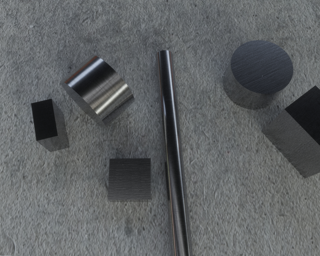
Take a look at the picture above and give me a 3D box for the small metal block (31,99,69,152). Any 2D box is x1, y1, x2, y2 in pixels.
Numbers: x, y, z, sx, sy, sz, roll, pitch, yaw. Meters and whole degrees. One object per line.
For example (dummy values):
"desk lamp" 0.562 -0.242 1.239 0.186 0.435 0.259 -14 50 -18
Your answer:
"small metal block" -0.139 -0.002 0.394 0.025 0.050 0.050 -14 71 -5

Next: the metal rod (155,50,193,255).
"metal rod" 0.017 0.035 0.395 0.025 0.025 0.299 -4 70 -2

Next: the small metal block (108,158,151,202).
"small metal block" -0.037 0.065 0.384 0.050 0.025 0.050 0 70 -1

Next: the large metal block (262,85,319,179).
"large metal block" 0.183 0.008 0.378 0.050 0.080 0.080 -35 74 -12

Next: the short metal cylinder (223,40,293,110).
"short metal cylinder" 0.131 -0.072 0.423 0.081 0.050 0.080 0 70 0

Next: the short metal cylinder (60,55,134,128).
"short metal cylinder" -0.079 -0.045 0.395 0.080 0.080 0.050 41 75 13
